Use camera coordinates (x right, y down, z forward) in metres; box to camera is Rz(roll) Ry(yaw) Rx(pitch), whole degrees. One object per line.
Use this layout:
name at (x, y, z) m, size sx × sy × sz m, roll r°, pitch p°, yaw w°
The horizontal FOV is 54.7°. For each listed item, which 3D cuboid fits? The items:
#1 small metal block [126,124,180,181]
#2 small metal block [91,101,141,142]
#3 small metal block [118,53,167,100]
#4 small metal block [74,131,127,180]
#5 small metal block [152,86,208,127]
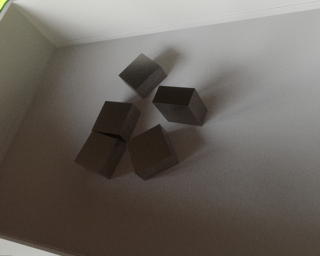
small metal block at (-0.010, 0.031, 0.392) m, size 0.050 × 0.025 × 0.050 m, roll -28°, pitch 52°, yaw 10°
small metal block at (-0.062, -0.010, 0.445) m, size 0.050 × 0.025 × 0.050 m, roll 8°, pitch 65°, yaw 31°
small metal block at (-0.026, -0.079, 0.468) m, size 0.050 × 0.025 × 0.050 m, roll -45°, pitch 51°, yaw -3°
small metal block at (-0.082, 0.036, 0.426) m, size 0.050 × 0.025 × 0.050 m, roll 16°, pitch 70°, yaw 34°
small metal block at (0.026, -0.028, 0.393) m, size 0.050 × 0.050 × 0.025 m, roll 9°, pitch 67°, yaw 32°
